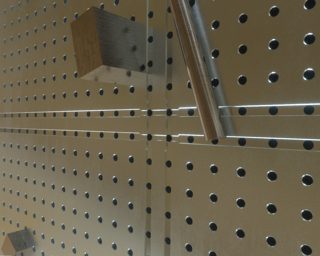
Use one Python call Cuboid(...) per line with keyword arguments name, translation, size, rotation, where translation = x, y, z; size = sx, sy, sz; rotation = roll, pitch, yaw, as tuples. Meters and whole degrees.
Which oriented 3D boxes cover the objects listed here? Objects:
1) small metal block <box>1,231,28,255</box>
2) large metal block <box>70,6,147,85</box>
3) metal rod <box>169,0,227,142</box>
Cuboid(name="small metal block", translation=(-0.316, 0.262, 0.670), size=(0.050, 0.025, 0.050), rotation=(43, 116, 31))
Cuboid(name="large metal block", translation=(-0.071, -0.110, 0.432), size=(0.050, 0.081, 0.080), rotation=(-18, 79, 39))
Cuboid(name="metal rod", translation=(0.031, -0.130, 0.383), size=(0.025, 0.025, 0.299), rotation=(-22, 76, 38))
